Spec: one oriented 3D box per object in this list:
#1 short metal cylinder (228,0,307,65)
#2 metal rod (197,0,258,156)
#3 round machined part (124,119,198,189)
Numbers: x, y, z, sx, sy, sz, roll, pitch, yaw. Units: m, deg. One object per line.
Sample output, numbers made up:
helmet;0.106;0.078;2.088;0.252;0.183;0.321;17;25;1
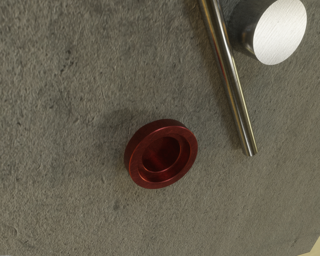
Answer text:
short metal cylinder;0.133;-0.125;0.388;0.081;0.050;0.079;-14;125;-21
metal rod;0.096;-0.065;0.420;0.025;0.025;0.299;-33;129;-7
round machined part;-0.002;0.030;0.415;0.099;0.042;0.097;-14;125;-21
